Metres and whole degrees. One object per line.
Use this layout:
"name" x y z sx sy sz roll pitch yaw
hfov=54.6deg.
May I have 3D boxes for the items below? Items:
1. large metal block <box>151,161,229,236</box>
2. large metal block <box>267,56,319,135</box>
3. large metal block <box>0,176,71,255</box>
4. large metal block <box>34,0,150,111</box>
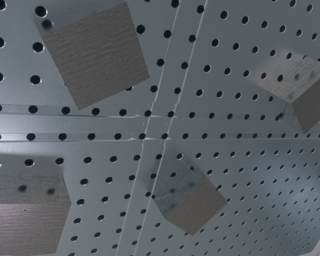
"large metal block" 0.048 0.113 0.490 0.080 0.050 0.080 -44 129 2
"large metal block" 0.228 -0.050 0.487 0.080 0.050 0.080 -42 129 1
"large metal block" -0.161 0.106 0.372 0.081 0.050 0.080 8 114 -32
"large metal block" -0.066 -0.077 0.311 0.080 0.050 0.080 -27 128 -12
